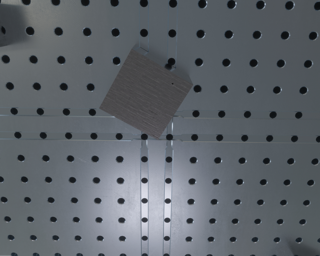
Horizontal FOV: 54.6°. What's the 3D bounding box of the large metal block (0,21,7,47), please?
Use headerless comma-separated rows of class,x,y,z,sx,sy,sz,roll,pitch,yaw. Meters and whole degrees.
large metal block,-0.234,-0.108,0.342,0.080,0.080,0.050,-5,110,2

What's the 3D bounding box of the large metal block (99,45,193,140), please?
large metal block,-0.017,-0.045,0.383,0.080,0.050,0.080,29,107,-10
